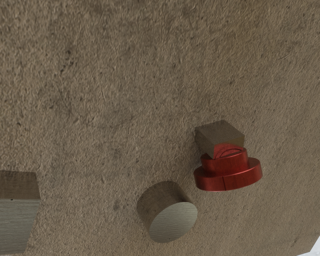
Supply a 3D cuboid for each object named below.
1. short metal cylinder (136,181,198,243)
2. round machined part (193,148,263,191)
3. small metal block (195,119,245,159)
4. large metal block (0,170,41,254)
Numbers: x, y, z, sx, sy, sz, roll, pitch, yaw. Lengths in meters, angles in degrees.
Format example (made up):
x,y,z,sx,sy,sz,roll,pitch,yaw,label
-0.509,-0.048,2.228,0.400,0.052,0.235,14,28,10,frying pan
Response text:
x,y,z,sx,sy,sz,roll,pitch,yaw,label
0.010,0.129,0.478,0.081,0.050,0.079,-14,125,-21,short metal cylinder
0.098,0.056,0.459,0.099,0.098,0.042,-15,96,-21,round machined part
0.085,0.015,0.449,0.050,0.050,0.025,-15,124,-21,small metal block
-0.188,0.094,0.347,0.081,0.050,0.079,10,113,-33,large metal block
